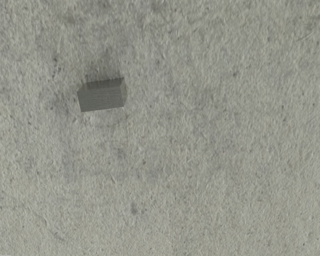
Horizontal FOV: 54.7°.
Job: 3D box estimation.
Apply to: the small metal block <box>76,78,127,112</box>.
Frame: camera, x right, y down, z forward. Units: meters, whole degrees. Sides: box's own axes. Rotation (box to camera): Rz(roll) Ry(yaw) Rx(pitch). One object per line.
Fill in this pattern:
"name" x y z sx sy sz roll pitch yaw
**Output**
"small metal block" -0.069 -0.042 0.380 0.050 0.050 0.025 -7 110 2
